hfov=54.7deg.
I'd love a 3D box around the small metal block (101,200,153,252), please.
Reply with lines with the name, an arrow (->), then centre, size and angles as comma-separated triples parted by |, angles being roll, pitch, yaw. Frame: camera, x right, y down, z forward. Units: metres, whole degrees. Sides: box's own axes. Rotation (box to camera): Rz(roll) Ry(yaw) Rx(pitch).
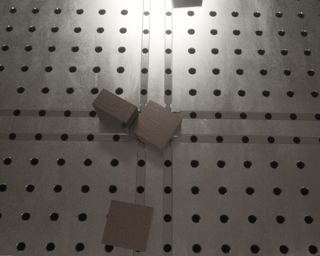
small metal block -> -0.037, 0.116, 0.369 | 0.050, 0.025, 0.050 | 10, 70, 3

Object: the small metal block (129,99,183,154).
small metal block -> -0.005, -0.002, 0.412 | 0.050, 0.025, 0.050 | 31, 73, 10

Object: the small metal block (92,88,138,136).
small metal block -> -0.056, -0.020, 0.405 | 0.050, 0.050, 0.025 | 29, 73, 9
